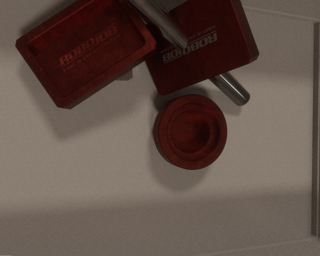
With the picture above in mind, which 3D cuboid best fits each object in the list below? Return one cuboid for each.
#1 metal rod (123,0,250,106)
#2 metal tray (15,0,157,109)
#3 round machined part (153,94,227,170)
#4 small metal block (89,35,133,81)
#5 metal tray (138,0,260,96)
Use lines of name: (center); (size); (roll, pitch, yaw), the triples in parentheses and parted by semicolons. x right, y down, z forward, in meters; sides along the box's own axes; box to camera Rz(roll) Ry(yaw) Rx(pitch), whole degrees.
metal rod: (0.022, -0.107, 0.366); (0.301, 0.025, 0.025); (33, 79, -38)
metal tray: (-0.081, -0.092, 0.352); (0.130, 0.030, 0.090); (-34, 92, -1)
round machined part: (0.037, 0.005, 0.416); (0.099, 0.042, 0.097); (0, 90, -21)
small metal block: (-0.063, -0.086, 0.388); (0.050, 0.025, 0.050); (-2, 91, -20)
metal tray: (0.040, -0.101, 0.373); (0.030, 0.130, 0.090); (-32, 103, -52)
